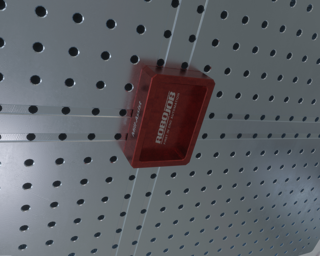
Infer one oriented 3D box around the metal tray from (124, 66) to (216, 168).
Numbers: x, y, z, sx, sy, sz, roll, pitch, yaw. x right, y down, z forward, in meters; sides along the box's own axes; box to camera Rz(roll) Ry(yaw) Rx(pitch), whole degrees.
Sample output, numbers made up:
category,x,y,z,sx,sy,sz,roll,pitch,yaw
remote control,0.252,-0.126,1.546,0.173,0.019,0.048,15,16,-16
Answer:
category,x,y,z,sx,sy,sz,roll,pitch,yaw
metal tray,0.011,-0.011,0.406,0.091,0.030,0.129,0,118,-29
